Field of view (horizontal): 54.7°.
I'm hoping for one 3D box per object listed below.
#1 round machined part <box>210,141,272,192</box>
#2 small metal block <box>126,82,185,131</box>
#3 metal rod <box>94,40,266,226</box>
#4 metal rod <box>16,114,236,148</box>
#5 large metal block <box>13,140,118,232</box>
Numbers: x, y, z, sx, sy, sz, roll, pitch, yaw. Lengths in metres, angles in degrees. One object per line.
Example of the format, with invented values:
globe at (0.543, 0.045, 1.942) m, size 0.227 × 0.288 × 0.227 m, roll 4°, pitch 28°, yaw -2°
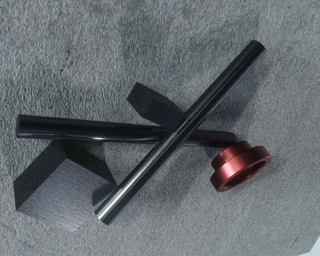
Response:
round machined part at (0.120, 0.056, 0.483) m, size 0.099 × 0.042 × 0.098 m, roll -25°, pitch 154°, yaw -13°
small metal block at (-0.006, -0.026, 0.373) m, size 0.050 × 0.050 × 0.025 m, roll 23°, pitch 106°, yaw -37°
metal rod at (0.030, 0.001, 0.397) m, size 0.300 × 0.025 × 0.025 m, roll -47°, pitch 130°, yaw -7°
metal rod at (-0.020, 0.008, 0.402) m, size 0.302 × 0.025 × 0.025 m, roll 5°, pitch 116°, yaw -31°
large metal block at (-0.113, 0.068, 0.372) m, size 0.080 × 0.050 × 0.080 m, roll -46°, pitch 130°, yaw 4°
